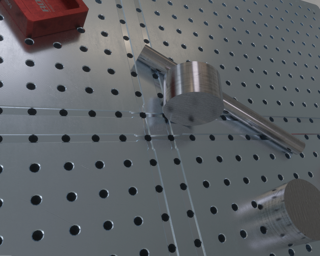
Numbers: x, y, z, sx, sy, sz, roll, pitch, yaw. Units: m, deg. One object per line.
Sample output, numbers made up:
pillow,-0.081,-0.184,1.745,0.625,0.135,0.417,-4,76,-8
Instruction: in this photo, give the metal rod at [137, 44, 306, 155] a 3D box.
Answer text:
metal rod,0.101,-0.040,0.486,0.301,0.025,0.025,30,52,-9

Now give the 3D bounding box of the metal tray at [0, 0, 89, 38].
metal tray,-0.173,-0.190,0.427,0.091,0.030,0.130,-30,78,-38

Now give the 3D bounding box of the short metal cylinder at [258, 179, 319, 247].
short metal cylinder,0.182,0.115,0.419,0.081,0.050,0.080,14,56,-21

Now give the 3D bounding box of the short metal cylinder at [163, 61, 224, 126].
short metal cylinder,0.044,-0.045,0.424,0.081,0.080,0.050,13,56,-21
